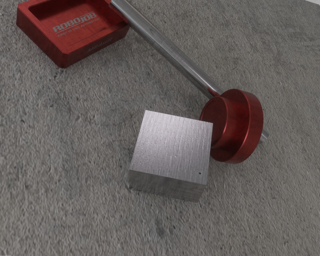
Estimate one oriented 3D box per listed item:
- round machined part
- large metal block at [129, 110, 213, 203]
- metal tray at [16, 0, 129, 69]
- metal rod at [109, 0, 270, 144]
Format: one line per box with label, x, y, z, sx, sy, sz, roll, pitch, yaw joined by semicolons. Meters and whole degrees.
round machined part;0.085;-0.004;0.405;0.042;0.097;0.098;12;57;-22
large metal block;0.013;0.032;0.359;0.080;0.050;0.080;11;55;2
metal tray;-0.114;-0.146;0.428;0.090;0.030;0.131;45;51;3
metal rod;0.048;-0.082;0.457;0.300;0.025;0.025;41;51;-9
